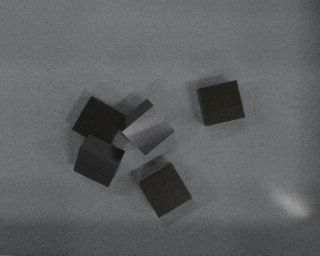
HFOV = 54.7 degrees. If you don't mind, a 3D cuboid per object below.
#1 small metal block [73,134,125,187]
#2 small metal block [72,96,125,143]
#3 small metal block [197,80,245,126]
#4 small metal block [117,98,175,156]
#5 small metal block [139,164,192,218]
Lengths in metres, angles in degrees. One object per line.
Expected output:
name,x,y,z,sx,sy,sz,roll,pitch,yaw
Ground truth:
small metal block,-0.078,0.043,0.397,0.050,0.025,0.050,26,131,-1
small metal block,-0.079,-0.007,0.410,0.050,0.025,0.050,30,90,-1
small metal block,0.080,-0.032,0.413,0.050,0.025,0.050,-13,90,-1
small metal block,-0.018,-0.001,0.400,0.050,0.025,0.050,-40,124,0
small metal block,0.007,0.082,0.412,0.050,0.025,0.050,-31,90,-1
